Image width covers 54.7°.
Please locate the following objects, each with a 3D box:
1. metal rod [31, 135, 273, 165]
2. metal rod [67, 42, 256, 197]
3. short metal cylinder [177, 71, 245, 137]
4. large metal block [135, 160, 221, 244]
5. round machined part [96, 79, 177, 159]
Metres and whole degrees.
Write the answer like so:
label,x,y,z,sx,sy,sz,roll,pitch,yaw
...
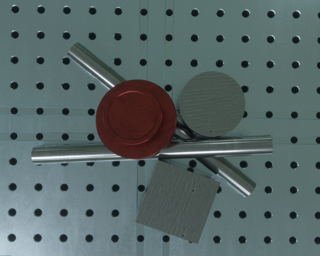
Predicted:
label,x,y,z,sx,sy,sz,roll,pitch,yaw
metal rod,-0.015,0.028,0.395,0.302,0.025,0.025,-3,90,7
metal rod,0.003,-0.011,0.414,0.300,0.025,0.025,38,90,-1
short metal cylinder,0.064,-0.029,0.401,0.081,0.050,0.079,0,90,-1
large metal block,0.022,0.089,0.399,0.080,0.050,0.080,20,90,-1
round machined part,-0.029,-0.011,0.371,0.099,0.042,0.097,-1,81,5
